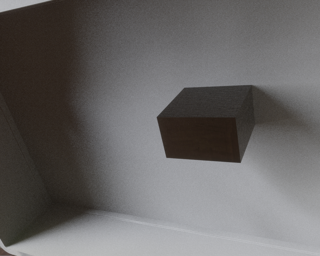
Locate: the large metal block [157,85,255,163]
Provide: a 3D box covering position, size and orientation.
[{"bbox_3d":[0.054,-0.008,0.339,0.080,0.080,0.050,1,119,27],"label":"large metal block"}]
